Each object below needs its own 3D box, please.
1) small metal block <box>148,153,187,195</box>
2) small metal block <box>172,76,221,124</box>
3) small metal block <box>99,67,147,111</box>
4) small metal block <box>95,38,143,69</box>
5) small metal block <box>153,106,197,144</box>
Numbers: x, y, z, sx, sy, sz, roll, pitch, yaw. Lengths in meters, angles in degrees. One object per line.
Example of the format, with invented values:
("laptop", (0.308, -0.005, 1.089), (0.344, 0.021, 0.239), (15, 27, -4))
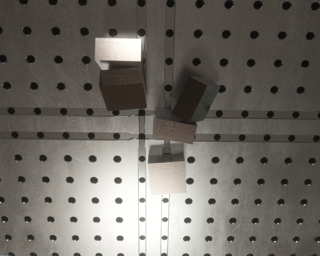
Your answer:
("small metal block", (0.010, 0.065, 0.438), (0.050, 0.025, 0.050), (-4, 110, 1))
("small metal block", (0.046, -0.035, 0.385), (0.025, 0.050, 0.050), (32, 110, 22))
("small metal block", (-0.044, -0.047, 0.382), (0.050, 0.025, 0.050), (-4, 148, 1))
("small metal block", (-0.046, -0.085, 0.365), (0.050, 0.050, 0.025), (1, 88, -1))
("small metal block", (0.018, -0.004, 0.399), (0.050, 0.050, 0.025), (10, 110, -4))
